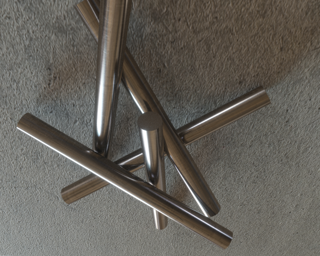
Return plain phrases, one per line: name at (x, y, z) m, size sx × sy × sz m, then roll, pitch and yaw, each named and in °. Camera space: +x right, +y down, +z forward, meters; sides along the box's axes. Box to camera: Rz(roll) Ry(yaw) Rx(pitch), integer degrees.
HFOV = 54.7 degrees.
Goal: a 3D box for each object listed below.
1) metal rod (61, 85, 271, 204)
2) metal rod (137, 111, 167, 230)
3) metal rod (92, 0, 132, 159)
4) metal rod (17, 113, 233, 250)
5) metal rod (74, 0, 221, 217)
metal rod at (-0.002, 0.028, 0.406) m, size 0.300 × 0.025 × 0.025 m, roll -28°, pitch 125°, yaw 12°
metal rod at (-0.004, 0.081, 0.432) m, size 0.025 × 0.025 × 0.299 m, roll -2°, pitch 144°, yaw 1°
metal rod at (-0.061, -0.023, 0.350) m, size 0.025 × 0.025 × 0.298 m, roll 9°, pitch 141°, yaw -8°
metal rod at (-0.043, 0.068, 0.394) m, size 0.301 × 0.025 × 0.025 m, roll 31°, pitch 126°, yaw -1°
metal rod at (-0.001, -0.007, 0.360) m, size 0.025 × 0.025 × 0.299 m, roll -23°, pitch 114°, yaw 18°
